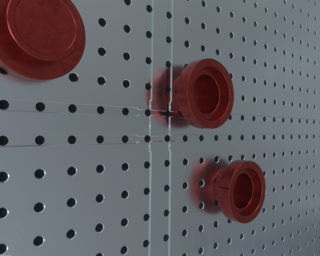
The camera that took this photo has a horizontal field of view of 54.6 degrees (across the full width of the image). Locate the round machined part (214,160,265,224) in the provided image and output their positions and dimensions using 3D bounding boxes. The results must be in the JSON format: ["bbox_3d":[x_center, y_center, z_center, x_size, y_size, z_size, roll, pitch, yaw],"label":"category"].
[{"bbox_3d":[0.125,0.100,0.502,0.099,0.042,0.097,0,90,-40],"label":"round machined part"}]

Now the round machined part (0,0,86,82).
[{"bbox_3d":[-0.117,-0.096,0.299,0.099,0.042,0.097,0,90,-40],"label":"round machined part"}]

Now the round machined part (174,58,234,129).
[{"bbox_3d":[0.060,-0.048,0.447,0.099,0.042,0.097,0,90,-40],"label":"round machined part"}]
